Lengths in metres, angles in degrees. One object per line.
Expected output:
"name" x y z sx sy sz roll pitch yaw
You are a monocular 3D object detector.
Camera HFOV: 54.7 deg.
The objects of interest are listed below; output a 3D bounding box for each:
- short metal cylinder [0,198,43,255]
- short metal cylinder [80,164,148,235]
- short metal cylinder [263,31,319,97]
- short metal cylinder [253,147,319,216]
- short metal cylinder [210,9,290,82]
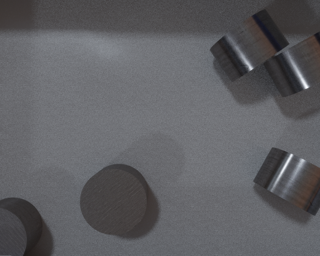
"short metal cylinder" -0.201 0.135 0.397 0.081 0.050 0.080 0 90 0
"short metal cylinder" -0.056 0.089 0.398 0.081 0.050 0.080 0 90 0
"short metal cylinder" 0.178 -0.080 0.385 0.080 0.080 0.050 -29 90 0
"short metal cylinder" 0.165 0.065 0.385 0.080 0.080 0.050 29 90 0
"short metal cylinder" 0.110 -0.100 0.384 0.080 0.080 0.050 -34 90 0
